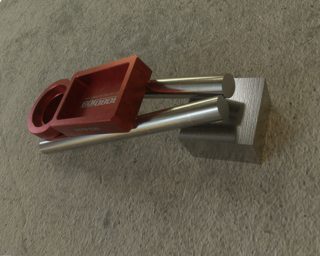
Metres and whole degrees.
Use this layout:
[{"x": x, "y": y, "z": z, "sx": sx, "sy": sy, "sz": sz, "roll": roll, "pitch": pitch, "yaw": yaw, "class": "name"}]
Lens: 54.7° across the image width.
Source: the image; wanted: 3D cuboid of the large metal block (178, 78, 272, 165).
[{"x": 0.076, "y": -0.009, "z": 0.352, "sx": 0.080, "sy": 0.050, "sz": 0.080, "roll": 4, "pitch": 64, "yaw": 29, "class": "large metal block"}]

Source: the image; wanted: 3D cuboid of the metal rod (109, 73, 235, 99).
[{"x": -0.039, "y": -0.051, "z": 0.414, "sx": 0.300, "sy": 0.025, "sz": 0.025, "roll": 5, "pitch": 64, "yaw": 44, "class": "metal rod"}]

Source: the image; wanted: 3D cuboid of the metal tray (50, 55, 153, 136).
[{"x": -0.078, "y": -0.038, "z": 0.398, "sx": 0.130, "sy": 0.030, "sz": 0.090, "roll": -4, "pitch": 59, "yaw": 40, "class": "metal tray"}]

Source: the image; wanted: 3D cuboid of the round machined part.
[{"x": -0.156, "y": -0.025, "z": 0.482, "sx": 0.098, "sy": 0.042, "sz": 0.098, "roll": -21, "pitch": 50, "yaw": 27, "class": "round machined part"}]

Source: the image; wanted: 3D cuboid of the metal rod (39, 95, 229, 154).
[{"x": -0.057, "y": 0.004, "z": 0.390, "sx": 0.300, "sy": 0.025, "sz": 0.025, "roll": -12, "pitch": 56, "yaw": 36, "class": "metal rod"}]
